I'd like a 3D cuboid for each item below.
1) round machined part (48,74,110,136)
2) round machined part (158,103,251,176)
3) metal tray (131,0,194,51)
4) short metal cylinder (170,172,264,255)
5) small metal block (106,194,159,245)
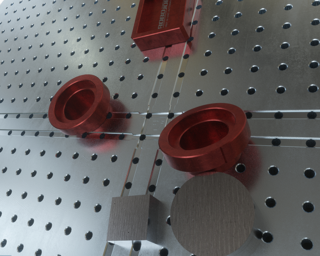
[{"bbox_3d":[-0.118,-0.031,0.476,0.098,0.042,0.098,-13,56,20],"label":"round machined part"},{"bbox_3d":[0.052,0.016,0.344,0.098,0.042,0.098,-19,29,11],"label":"round machined part"},{"bbox_3d":[0.008,-0.195,0.519,0.090,0.030,0.130,-5,59,25],"label":"metal tray"},{"bbox_3d":[0.057,0.090,0.307,0.080,0.050,0.080,-13,56,20],"label":"short metal cylinder"},{"bbox_3d":[-0.030,0.106,0.358,0.050,0.025,0.050,-10,58,22],"label":"small metal block"}]
